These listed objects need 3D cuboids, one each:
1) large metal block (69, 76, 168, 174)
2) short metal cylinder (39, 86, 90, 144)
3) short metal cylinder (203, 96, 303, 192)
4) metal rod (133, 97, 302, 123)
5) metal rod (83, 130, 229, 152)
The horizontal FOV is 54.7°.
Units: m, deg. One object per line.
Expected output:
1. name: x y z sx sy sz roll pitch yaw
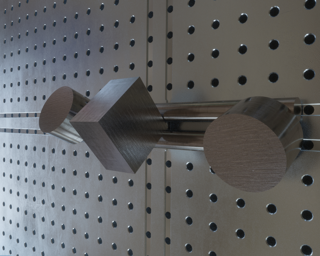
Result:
1. large metal block: -0.045 -0.004 0.372 0.050 0.080 0.080 1 133 40
2. short metal cylinder: -0.146 -0.020 0.495 0.080 0.050 0.080 -19 56 31
3. short metal cylinder: 0.090 0.015 0.301 0.080 0.050 0.079 19 124 32
4. metal rod: 0.017 -0.020 0.394 0.300 0.025 0.025 1 91 40
5. metal rod: -0.040 0.014 0.441 0.300 0.025 0.025 1 91 40
